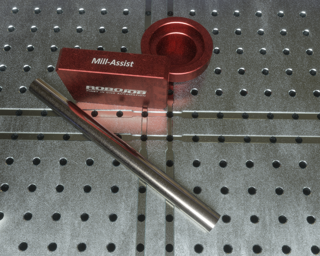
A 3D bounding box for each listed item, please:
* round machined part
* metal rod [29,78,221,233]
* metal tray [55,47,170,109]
[{"bbox_3d":[0.023,-0.106,0.439,0.099,0.042,0.098,0,66,0],"label":"round machined part"},{"bbox_3d":[-0.054,0.028,0.400,0.300,0.025,0.025,36,74,12],"label":"metal rod"},{"bbox_3d":[-0.054,-0.061,0.398,0.131,0.090,0.030,5,71,2],"label":"metal tray"}]
